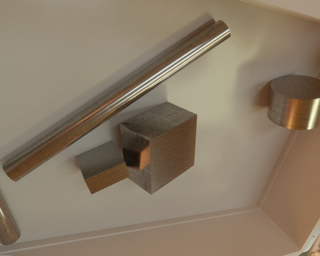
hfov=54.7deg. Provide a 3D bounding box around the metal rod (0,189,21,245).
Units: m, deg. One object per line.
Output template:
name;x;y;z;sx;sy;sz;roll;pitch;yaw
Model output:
metal rod;-0.198;0.013;0.308;0.025;0.025;0.298;-17;126;-19

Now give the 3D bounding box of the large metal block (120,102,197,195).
large metal block;0.000;0.023;0.393;0.081;0.050;0.079;-28;131;-37

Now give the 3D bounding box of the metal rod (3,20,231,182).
metal rod;-0.045;-0.035;0.363;0.301;0.025;0.025;-35;129;-6

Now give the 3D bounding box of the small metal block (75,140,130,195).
small metal block;-0.071;0.047;0.384;0.050;0.050;0.025;-24;127;-14

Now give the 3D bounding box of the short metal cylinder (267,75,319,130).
short metal cylinder;0.205;-0.040;0.463;0.081;0.080;0.050;-18;126;-18
